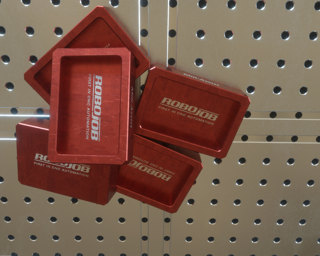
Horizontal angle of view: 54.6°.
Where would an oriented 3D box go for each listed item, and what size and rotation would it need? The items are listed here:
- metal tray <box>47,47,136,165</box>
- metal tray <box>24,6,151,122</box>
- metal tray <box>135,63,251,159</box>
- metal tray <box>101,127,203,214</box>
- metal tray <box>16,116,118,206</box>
[{"bbox_3d":[-0.077,-0.024,0.355,0.090,0.030,0.129,1,86,7],"label":"metal tray"},{"bbox_3d":[-0.087,-0.073,0.382,0.130,0.030,0.090,-38,105,12],"label":"metal tray"},{"bbox_3d":[0.038,-0.021,0.402,0.131,0.030,0.089,17,110,-7],"label":"metal tray"},{"bbox_3d":[-0.018,0.055,0.430,0.131,0.030,0.090,24,109,-9],"label":"metal tray"},{"bbox_3d":[-0.121,0.042,0.407,0.130,0.030,0.089,11,111,10],"label":"metal tray"}]
